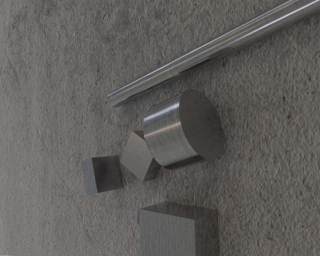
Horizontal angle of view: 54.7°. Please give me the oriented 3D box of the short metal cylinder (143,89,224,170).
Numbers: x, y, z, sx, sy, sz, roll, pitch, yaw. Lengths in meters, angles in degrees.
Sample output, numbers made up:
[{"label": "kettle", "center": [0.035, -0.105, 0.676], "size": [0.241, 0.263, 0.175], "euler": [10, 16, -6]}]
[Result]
[{"label": "short metal cylinder", "center": [0.028, 0.003, 0.346], "size": [0.050, 0.081, 0.080], "euler": [-22, 76, 38]}]

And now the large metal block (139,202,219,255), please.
[{"label": "large metal block", "center": [0.023, 0.137, 0.370], "size": [0.080, 0.050, 0.080], "euler": [-2, 89, 40]}]

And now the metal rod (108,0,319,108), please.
[{"label": "metal rod", "center": [0.043, -0.082, 0.369], "size": [0.299, 0.025, 0.025], "euler": [-20, 78, 38]}]

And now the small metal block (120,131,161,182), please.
[{"label": "small metal block", "center": [-0.023, 0.037, 0.424], "size": [0.050, 0.025, 0.050], "euler": [35, 112, 34]}]

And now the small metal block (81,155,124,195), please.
[{"label": "small metal block", "center": [-0.084, 0.069, 0.458], "size": [0.025, 0.050, 0.050], "euler": [-20, 77, 38]}]
